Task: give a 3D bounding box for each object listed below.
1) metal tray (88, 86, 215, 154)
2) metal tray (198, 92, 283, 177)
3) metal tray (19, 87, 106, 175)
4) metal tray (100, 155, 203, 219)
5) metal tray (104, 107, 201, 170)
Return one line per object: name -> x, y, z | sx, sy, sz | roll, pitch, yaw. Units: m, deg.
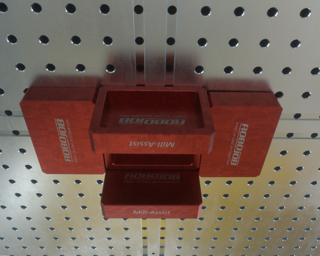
metal tray -> -0.009, -0.012, 0.359 | 0.131, 0.090, 0.030 | 1, 130, -1
metal tray -> 0.101, 0.013, 0.419 | 0.091, 0.030, 0.129 | 0, 130, -2
metal tray -> -0.121, 0.008, 0.413 | 0.091, 0.030, 0.129 | 1, 130, -1
metal tray -> -0.011, 0.080, 0.435 | 0.131, 0.090, 0.030 | 1, 130, -1
metal tray -> -0.010, 0.016, 0.419 | 0.131, 0.030, 0.089 | 0, 130, -1
